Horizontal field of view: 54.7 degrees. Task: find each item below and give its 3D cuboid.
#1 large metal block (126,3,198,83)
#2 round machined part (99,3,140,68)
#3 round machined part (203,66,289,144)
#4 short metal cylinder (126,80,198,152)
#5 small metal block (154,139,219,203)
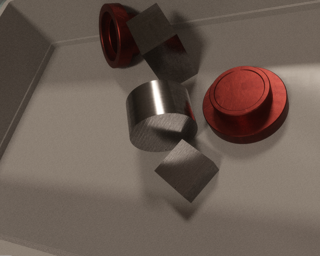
[{"bbox_3d":[0.003,-0.113,0.437,0.050,0.080,0.080,-30,52,9],"label":"large metal block"},{"bbox_3d":[-0.061,-0.146,0.492,0.042,0.097,0.098,-13,47,-24],"label":"round machined part"},{"bbox_3d":[0.097,-0.034,0.364,0.098,0.042,0.098,-13,56,20],"label":"round machined part"},{"bbox_3d":[0.001,-0.013,0.377,0.080,0.080,0.050,-21,54,15],"label":"short metal cylinder"},{"bbox_3d":[0.031,0.049,0.359,0.050,0.025,0.050,-48,52,-6],"label":"small metal block"}]
